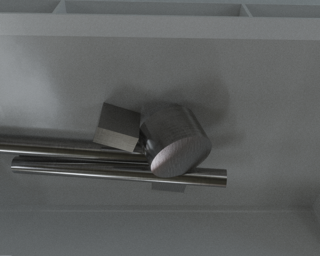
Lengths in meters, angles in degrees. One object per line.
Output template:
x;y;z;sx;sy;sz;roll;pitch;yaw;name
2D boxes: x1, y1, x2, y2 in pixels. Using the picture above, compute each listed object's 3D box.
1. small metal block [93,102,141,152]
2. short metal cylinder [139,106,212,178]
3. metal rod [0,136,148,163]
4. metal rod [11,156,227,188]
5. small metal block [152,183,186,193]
-0.053;-0.001;0.391;0.050;0.050;0.025;16;128;-14;small metal block
0.018;0.019;0.391;0.081;0.050;0.080;-17;143;-13;short metal cylinder
-0.105;0.032;0.434;0.302;0.025;0.025;4;130;-5;metal rod
-0.060;0.061;0.436;0.302;0.025;0.025;3;131;6;metal rod
0.016;0.070;0.469;0.050;0.025;0.050;7;130;-7;small metal block
